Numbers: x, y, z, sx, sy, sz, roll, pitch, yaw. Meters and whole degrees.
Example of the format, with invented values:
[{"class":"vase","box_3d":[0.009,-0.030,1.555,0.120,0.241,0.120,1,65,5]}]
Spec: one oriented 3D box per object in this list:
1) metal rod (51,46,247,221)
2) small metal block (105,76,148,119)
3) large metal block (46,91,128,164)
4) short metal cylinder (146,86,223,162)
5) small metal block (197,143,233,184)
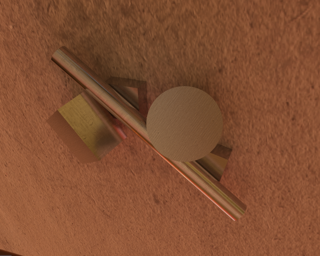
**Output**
[{"class":"metal rod","box_3d":[-0.013,0.007,0.386,0.300,0.025,0.025,41,129,-1]},{"class":"small metal block","box_3d":[-0.044,-0.038,0.407,0.050,0.025,0.050,12,123,21]},{"class":"large metal block","box_3d":[-0.102,0.001,0.423,0.080,0.050,0.080,53,151,-11]},{"class":"short metal cylinder","box_3d":[0.025,-0.004,0.349,0.081,0.050,0.079,0,89,-2]},{"class":"small metal block","box_3d":[0.061,0.043,0.403,0.050,0.025,0.050,22,127,14]}]
